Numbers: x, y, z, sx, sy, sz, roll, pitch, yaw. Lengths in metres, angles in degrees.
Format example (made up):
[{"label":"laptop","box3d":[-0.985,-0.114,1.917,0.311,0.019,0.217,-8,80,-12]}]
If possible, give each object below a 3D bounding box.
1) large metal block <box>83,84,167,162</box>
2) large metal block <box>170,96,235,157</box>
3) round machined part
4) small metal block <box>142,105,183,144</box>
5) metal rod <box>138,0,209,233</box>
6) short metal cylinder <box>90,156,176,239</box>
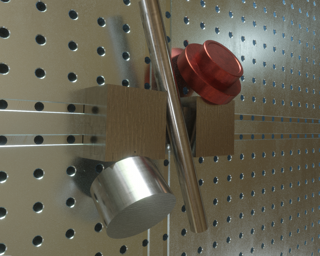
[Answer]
[{"label":"large metal block","box3d":[-0.040,-0.004,0.360,0.081,0.050,0.080,3,89,-40]},{"label":"large metal block","box3d":[0.062,-0.001,0.446,0.081,0.050,0.080,1,89,-40]},{"label":"round machined part","box3d":[0.076,-0.083,0.430,0.099,0.042,0.098,23,43,-23]},{"label":"small metal block","box3d":[0.003,-0.004,0.413,0.050,0.025,0.050,1,90,-40]},{"label":"metal rod","box3d":[0.020,-0.007,0.392,0.025,0.025,0.298,-22,104,-38]},{"label":"short metal cylinder","box3d":[-0.030,0.077,0.341,0.081,0.050,0.080,-21,143,-17]}]
